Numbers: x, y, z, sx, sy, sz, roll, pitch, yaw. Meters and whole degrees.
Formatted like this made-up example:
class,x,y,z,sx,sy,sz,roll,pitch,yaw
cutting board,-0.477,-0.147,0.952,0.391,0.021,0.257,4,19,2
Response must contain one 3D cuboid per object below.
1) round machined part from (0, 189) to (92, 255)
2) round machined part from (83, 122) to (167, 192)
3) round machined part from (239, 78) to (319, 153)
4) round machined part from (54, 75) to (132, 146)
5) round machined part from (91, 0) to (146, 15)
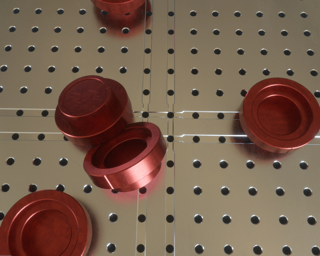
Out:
class,x,y,z,sx,sy,sz,roll,pitch,yaw
round machined part,-0.127,0.123,0.357,0.099,0.042,0.098,0,70,0
round machined part,-0.037,0.038,0.371,0.098,0.042,0.098,-18,29,11
round machined part,0.154,-0.014,0.409,0.099,0.042,0.098,0,70,0
round machined part,-0.089,-0.029,0.398,0.098,0.042,0.098,-7,54,9
round machined part,-0.063,-0.217,0.482,0.099,0.042,0.098,0,70,0
